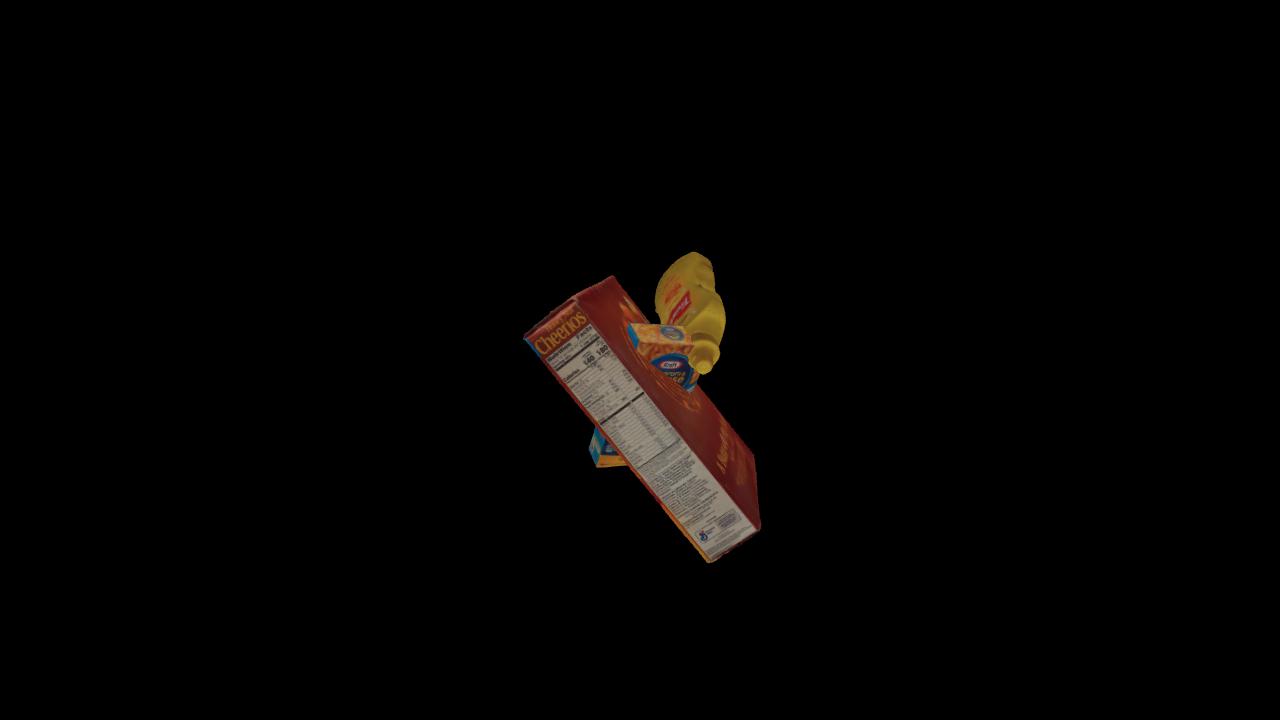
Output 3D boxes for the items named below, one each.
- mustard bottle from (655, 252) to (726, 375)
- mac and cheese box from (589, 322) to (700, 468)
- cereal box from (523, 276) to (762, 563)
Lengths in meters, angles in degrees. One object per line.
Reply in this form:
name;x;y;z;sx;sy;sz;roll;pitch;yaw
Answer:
mustard bottle;0.061;-0.047;0.719;0.054;0.092;0.184;32;29;-27
mac and cheese box;0.009;0.044;0.706;0.093;0.184;0.041;2;36;-25
cereal box;0.016;0.051;0.704;0.081;0.306;0.203;-38;7;15
